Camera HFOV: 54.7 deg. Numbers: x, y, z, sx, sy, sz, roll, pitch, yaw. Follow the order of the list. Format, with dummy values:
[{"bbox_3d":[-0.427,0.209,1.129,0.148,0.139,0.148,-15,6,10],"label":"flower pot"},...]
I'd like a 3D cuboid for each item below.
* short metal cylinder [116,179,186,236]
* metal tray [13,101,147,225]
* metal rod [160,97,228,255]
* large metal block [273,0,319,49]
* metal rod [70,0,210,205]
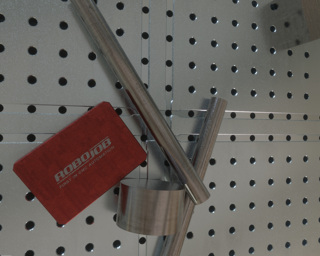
[{"bbox_3d":[-0.011,0.094,0.380,0.081,0.080,0.050,6,88,-20],"label":"short metal cylinder"},{"bbox_3d":[-0.093,0.039,0.376,0.131,0.030,0.090,-38,102,-16],"label":"metal tray"},{"bbox_3d":[0.037,0.101,0.426,0.025,0.025,0.299,21,83,-19],"label":"metal rod"},{"bbox_3d":[0.237,-0.179,0.486,0.081,0.050,0.080,-21,97,-19],"label":"large metal block"},{"bbox_3d":[-0.022,-0.034,0.390,0.025,0.025,0.299,-33,96,-17],"label":"metal rod"}]
